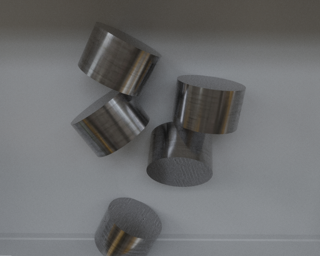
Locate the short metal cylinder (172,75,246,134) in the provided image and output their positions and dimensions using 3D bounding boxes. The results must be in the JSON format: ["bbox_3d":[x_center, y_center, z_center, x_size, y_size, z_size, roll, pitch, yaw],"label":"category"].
[{"bbox_3d":[0.057,-0.031,0.372,0.081,0.080,0.050,6,110,-3],"label":"short metal cylinder"}]

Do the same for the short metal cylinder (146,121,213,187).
[{"bbox_3d":[0.026,0.035,0.392,0.080,0.050,0.080,4,145,3],"label":"short metal cylinder"}]

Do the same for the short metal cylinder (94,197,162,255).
[{"bbox_3d":[-0.044,0.144,0.434,0.080,0.080,0.050,24,108,-9],"label":"short metal cylinder"}]

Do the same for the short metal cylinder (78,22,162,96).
[{"bbox_3d":[-0.045,-0.078,0.353,0.080,0.080,0.050,26,108,-10],"label":"short metal cylinder"}]

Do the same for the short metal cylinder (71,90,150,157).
[{"bbox_3d":[-0.060,-0.009,0.378,0.080,0.080,0.050,-32,107,11],"label":"short metal cylinder"}]
